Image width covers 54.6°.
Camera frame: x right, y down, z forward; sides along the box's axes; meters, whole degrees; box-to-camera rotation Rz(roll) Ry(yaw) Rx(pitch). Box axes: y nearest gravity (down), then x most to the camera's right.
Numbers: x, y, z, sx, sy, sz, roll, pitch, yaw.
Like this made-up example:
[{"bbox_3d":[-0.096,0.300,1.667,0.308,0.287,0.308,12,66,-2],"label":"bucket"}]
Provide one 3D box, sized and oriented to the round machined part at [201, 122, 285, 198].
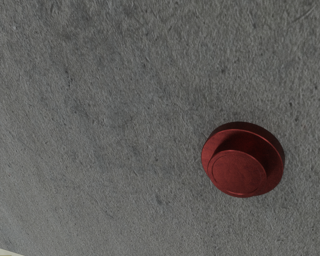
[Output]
[{"bbox_3d":[0.096,0.045,0.373,0.098,0.042,0.097,13,124,21],"label":"round machined part"}]
